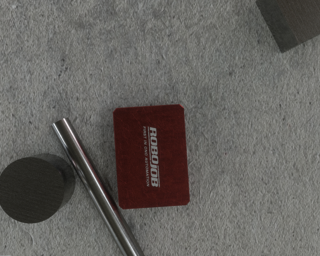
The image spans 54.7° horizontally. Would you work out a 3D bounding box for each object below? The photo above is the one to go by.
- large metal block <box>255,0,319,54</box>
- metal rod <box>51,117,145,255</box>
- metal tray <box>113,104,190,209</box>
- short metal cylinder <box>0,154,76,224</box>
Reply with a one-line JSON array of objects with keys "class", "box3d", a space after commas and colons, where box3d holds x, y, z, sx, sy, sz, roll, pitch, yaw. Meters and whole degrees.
[{"class": "large metal block", "box3d": [0.185, -0.155, 0.400, 0.080, 0.050, 0.080, -27, 90, 0]}, {"class": "metal rod", "box3d": [-0.060, 0.123, 0.409, 0.025, 0.025, 0.299, -29, 90, 0]}, {"class": "metal tray", "box3d": [-0.011, 0.036, 0.407, 0.091, 0.030, 0.129, -4, 90, -1]}, {"class": "short metal cylinder", "box3d": [-0.155, 0.074, 0.396, 0.081, 0.050, 0.079, 0, 90, -1]}]
